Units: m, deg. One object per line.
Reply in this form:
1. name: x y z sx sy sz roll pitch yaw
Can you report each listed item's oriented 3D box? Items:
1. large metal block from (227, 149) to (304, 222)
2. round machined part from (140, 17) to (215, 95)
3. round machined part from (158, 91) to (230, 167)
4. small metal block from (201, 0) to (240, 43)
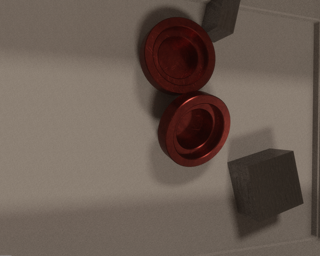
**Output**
1. large metal block: 0.155 0.081 0.456 0.081 0.050 0.080 -15 95 -20
2. round machined part: 0.020 -0.092 0.410 0.099 0.042 0.097 0 90 -21
3. round machined part: 0.040 -0.002 0.406 0.099 0.042 0.097 -12 115 -25
4. small metal block: 0.082 -0.152 0.429 0.025 0.050 0.050 15 85 -20
